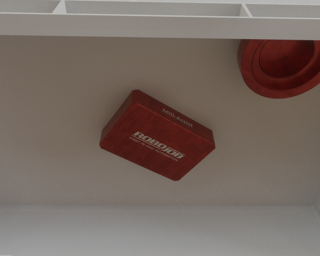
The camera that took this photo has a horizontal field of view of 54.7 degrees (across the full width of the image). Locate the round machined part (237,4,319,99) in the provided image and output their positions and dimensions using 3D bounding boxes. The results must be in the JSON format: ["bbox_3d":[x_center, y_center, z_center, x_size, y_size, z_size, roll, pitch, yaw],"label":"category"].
[{"bbox_3d":[0.132,-0.083,0.330,0.099,0.042,0.097,-1,130,0],"label":"round machined part"}]

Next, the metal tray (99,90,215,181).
[{"bbox_3d":[-0.003,0.015,0.419,0.131,0.030,0.090,28,125,-22],"label":"metal tray"}]

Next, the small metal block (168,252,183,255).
[{"bbox_3d":[0.034,0.297,0.665,0.050,0.025,0.050,31,123,-24],"label":"small metal block"}]
